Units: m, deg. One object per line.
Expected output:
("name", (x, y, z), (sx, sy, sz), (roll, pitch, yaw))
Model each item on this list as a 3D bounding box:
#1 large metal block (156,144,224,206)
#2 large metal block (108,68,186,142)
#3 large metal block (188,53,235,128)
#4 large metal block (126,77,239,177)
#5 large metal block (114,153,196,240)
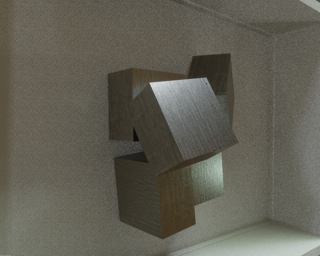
("large metal block", (0.039, 0.057, 0.421), (0.081, 0.050, 0.079), (-7, 95, -40))
("large metal block", (-0.015, -0.026, 0.378), (0.081, 0.050, 0.079), (-1, 91, -40))
("large metal block", (0.070, -0.042, 0.416), (0.080, 0.050, 0.080), (70, 27, -46))
("large metal block", (0.023, -0.003, 0.325), (0.081, 0.050, 0.080), (-12, 73, -39))
("large metal block", (-0.008, 0.073, 0.364), (0.050, 0.080, 0.079), (-9, 96, -40))
